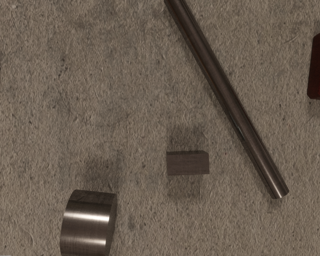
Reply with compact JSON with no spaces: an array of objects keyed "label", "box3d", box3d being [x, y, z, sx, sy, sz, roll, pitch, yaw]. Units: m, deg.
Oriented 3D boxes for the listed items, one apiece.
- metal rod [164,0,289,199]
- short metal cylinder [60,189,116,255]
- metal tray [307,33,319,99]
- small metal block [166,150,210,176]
[{"label":"metal rod","box3d":[0.088,-0.043,0.411,0.025,0.025,0.299,-29,90,0]},{"label":"short metal cylinder","box3d":[-0.085,0.119,0.382,0.050,0.080,0.079,7,90,0]},{"label":"metal tray","box3d":[0.271,-0.078,0.410,0.131,0.030,0.089,6,90,-1]},{"label":"small metal block","box3d":[0.034,0.044,0.398,0.050,0.050,0.025,-2,90,-1]}]
